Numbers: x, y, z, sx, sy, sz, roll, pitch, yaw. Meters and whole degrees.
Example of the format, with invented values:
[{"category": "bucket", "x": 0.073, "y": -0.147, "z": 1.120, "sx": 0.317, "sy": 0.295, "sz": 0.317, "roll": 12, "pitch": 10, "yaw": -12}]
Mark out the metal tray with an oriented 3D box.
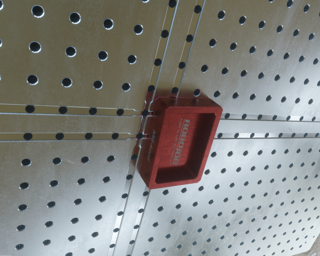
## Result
[{"category": "metal tray", "x": 0.029, "y": 0.022, "z": 0.439, "sx": 0.091, "sy": 0.030, "sz": 0.129, "roll": -2, "pitch": 120, "yaw": -28}]
